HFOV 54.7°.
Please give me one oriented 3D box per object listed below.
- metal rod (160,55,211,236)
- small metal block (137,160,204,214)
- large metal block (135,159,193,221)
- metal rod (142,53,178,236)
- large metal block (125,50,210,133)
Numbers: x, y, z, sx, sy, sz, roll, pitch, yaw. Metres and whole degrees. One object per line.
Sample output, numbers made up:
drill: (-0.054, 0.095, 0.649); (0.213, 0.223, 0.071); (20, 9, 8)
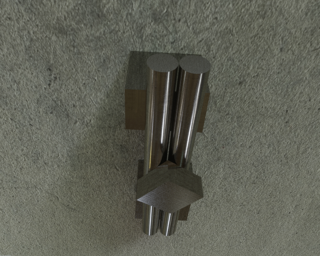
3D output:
metal rod: (0.020, 0.050, 0.356); (0.025, 0.025, 0.298); (2, 137, -2)
small metal block: (0.010, 0.066, 0.336); (0.050, 0.025, 0.050); (30, 130, -30)
large metal block: (0.005, 0.096, 0.473); (0.081, 0.050, 0.079); (4, 130, -4)
metal rod: (-0.006, 0.049, 0.354); (0.025, 0.025, 0.298); (2, 137, -2)
large metal block: (0.006, -0.042, 0.338); (0.081, 0.080, 0.050); (3, 130, -3)
